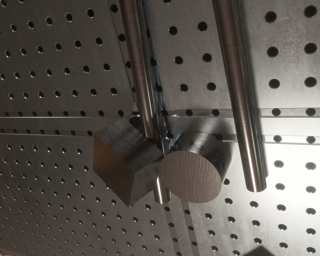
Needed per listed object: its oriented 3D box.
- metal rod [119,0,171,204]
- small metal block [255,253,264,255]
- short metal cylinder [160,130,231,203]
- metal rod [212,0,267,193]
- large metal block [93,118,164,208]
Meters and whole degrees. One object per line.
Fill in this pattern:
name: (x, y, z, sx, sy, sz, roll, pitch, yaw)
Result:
metal rod: (-0.015, -0.023, 0.403, 0.025, 0.025, 0.298, 6, 121, 25)
small metal block: (0.153, 0.224, 0.468, 0.050, 0.025, 0.050, 39, 129, 1)
short metal cylinder: (0.046, 0.050, 0.400, 0.080, 0.050, 0.079, 13, 124, 20)
metal rod: (0.083, -0.057, 0.331, 0.025, 0.025, 0.298, -2, 118, 29)
large metal block: (-0.046, 0.047, 0.425, 0.080, 0.050, 0.079, 40, 140, 25)
